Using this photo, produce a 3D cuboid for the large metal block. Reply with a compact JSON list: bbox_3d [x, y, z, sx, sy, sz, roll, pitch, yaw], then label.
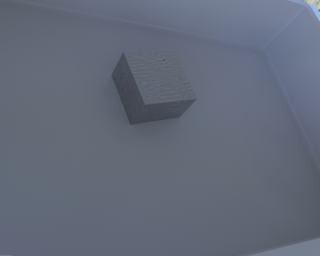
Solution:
[{"bbox_3d":[-0.009,-0.056,0.420,0.081,0.050,0.080,-9,67,-33],"label":"large metal block"}]
